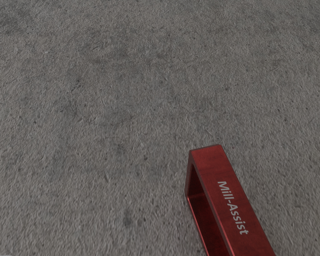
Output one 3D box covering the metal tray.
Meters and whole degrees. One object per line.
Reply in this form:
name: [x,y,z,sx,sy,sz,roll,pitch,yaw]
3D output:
metal tray: [0.059,0.091,0.284,0.030,0.090,0.130,-12,51,-9]
